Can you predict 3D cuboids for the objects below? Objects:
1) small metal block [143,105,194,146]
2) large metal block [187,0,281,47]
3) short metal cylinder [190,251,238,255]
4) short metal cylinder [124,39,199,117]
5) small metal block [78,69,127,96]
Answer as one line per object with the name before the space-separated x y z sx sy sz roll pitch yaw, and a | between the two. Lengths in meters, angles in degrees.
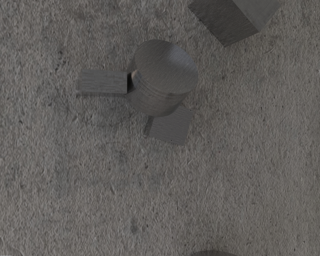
small metal block | 0.011 -0.007 0.413 0.050 0.025 0.050 18 84 -19
large metal block | 0.096 -0.164 0.415 0.080 0.080 0.050 43 77 -15
short metal cylinder | 0.076 0.202 0.409 0.081 0.080 0.050 2 90 -20
short metal cylinder | -0.001 -0.060 0.378 0.081 0.050 0.080 13 56 -19
small metal block | -0.070 -0.052 0.370 0.050 0.050 0.025 0 90 -20
